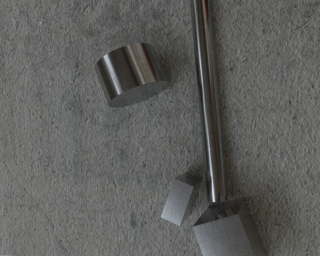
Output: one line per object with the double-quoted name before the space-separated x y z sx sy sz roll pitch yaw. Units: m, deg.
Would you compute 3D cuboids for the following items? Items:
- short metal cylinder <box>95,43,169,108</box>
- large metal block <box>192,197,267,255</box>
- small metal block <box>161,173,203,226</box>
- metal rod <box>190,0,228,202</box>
"short metal cylinder" -0.035 -0.064 0.391 0.080 0.080 0.050 -24 83 18
"large metal block" 0.083 0.132 0.350 0.050 0.080 0.080 -22 83 18
"small metal block" 0.028 0.087 0.385 0.025 0.050 0.050 20 97 18
"metal rod" 0.059 -0.060 0.387 0.025 0.025 0.298 -5 88 19
